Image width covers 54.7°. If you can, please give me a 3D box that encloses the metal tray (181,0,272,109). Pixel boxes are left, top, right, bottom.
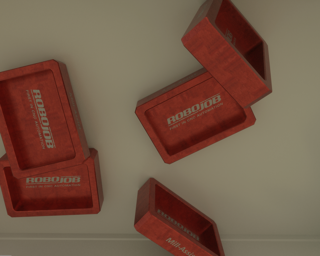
[{"bbox_3d":[0.074,-0.088,0.322,0.090,0.130,0.030,43,125,-14],"label":"metal tray"}]

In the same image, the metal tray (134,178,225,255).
[{"bbox_3d":[0.027,0.134,0.426,0.130,0.090,0.030,37,106,-13],"label":"metal tray"}]

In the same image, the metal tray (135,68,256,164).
[{"bbox_3d":[0.045,-0.020,0.401,0.130,0.030,0.090,-26,108,9],"label":"metal tray"}]

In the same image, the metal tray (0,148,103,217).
[{"bbox_3d":[-0.151,0.077,0.434,0.131,0.030,0.089,-2,110,0],"label":"metal tray"}]

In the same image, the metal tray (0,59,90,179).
[{"bbox_3d":[-0.149,-0.011,0.384,0.090,0.030,0.129,-14,96,1],"label":"metal tray"}]
